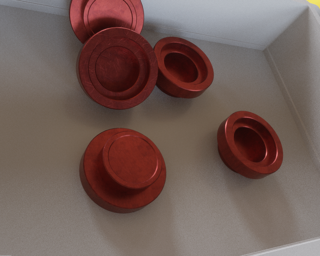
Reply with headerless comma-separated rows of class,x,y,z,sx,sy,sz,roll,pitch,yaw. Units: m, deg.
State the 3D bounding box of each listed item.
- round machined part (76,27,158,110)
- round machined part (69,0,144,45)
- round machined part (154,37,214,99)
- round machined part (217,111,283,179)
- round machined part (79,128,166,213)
round machined part,-0.055,-0.074,0.389,0.099,0.042,0.097,-4,101,-23
round machined part,-0.068,-0.146,0.408,0.099,0.097,0.042,10,21,-23
round machined part,0.027,-0.084,0.461,0.099,0.042,0.098,14,56,-21
round machined part,0.123,0.028,0.444,0.099,0.042,0.098,14,56,-21
round machined part,-0.037,0.042,0.349,0.099,0.042,0.098,14,56,-21
